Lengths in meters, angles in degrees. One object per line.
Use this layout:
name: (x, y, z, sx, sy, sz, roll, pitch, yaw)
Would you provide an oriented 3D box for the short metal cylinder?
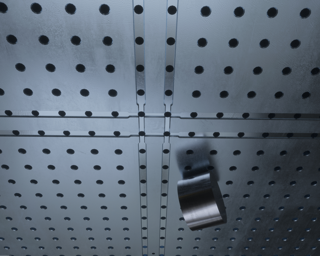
short metal cylinder: (0.065, 0.110, 0.471, 0.050, 0.080, 0.080, -19, 128, 15)
